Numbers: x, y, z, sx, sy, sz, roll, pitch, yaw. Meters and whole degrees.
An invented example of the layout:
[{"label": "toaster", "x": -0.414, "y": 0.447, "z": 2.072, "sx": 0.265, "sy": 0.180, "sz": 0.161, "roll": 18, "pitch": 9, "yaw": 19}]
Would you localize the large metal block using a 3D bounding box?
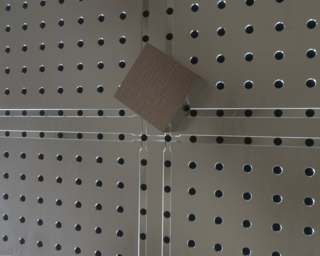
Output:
[{"label": "large metal block", "x": 0.002, "y": -0.050, "z": 0.398, "sx": 0.080, "sy": 0.050, "sz": 0.080, "roll": 37, "pitch": 101, "yaw": 16}]
